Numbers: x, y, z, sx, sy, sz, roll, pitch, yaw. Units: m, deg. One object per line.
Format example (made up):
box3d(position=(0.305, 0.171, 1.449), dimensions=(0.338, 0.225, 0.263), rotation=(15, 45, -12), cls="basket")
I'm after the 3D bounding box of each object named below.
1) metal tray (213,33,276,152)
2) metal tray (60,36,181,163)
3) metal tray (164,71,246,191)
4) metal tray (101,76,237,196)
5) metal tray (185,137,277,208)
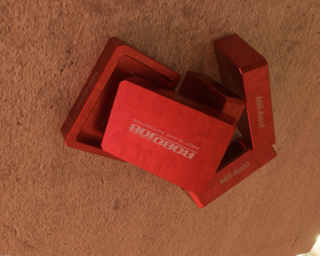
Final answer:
box3d(position=(0.109, -0.044, 0.397), dimensions=(0.030, 0.090, 0.129), rotation=(-21, 128, 1), cls="metal tray")
box3d(position=(-0.046, -0.028, 0.364), dimensions=(0.091, 0.030, 0.129), rotation=(22, 107, -37), cls="metal tray")
box3d(position=(0.045, 0.004, 0.395), dimensions=(0.030, 0.090, 0.129), rotation=(7, 116, -32), cls="metal tray")
box3d(position=(0.007, 0.007, 0.345), dimensions=(0.130, 0.030, 0.089), rotation=(24, 112, 9), cls="metal tray")
box3d(position=(0.094, 0.059, 0.456), dimensions=(0.130, 0.090, 0.030), rotation=(-33, 94, -7), cls="metal tray")
